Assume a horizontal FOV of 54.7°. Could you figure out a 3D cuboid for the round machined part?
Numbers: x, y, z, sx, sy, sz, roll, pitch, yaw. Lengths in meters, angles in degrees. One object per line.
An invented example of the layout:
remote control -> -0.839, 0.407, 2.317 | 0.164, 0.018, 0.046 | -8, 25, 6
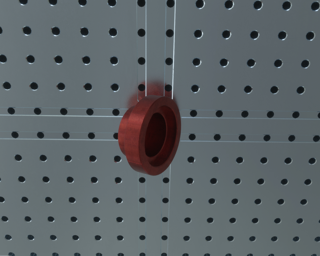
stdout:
round machined part -> -0.015, 0.007, 0.386 | 0.042, 0.099, 0.097 | 10, 114, 30
